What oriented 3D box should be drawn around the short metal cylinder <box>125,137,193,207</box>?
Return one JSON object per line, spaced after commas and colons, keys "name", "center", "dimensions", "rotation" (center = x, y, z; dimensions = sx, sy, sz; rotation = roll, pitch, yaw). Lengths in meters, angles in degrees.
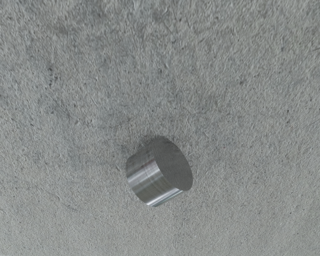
{"name": "short metal cylinder", "center": [0.000, 0.059, 0.421], "dimensions": [0.050, 0.080, 0.080], "rotation": [-35, 122, 26]}
